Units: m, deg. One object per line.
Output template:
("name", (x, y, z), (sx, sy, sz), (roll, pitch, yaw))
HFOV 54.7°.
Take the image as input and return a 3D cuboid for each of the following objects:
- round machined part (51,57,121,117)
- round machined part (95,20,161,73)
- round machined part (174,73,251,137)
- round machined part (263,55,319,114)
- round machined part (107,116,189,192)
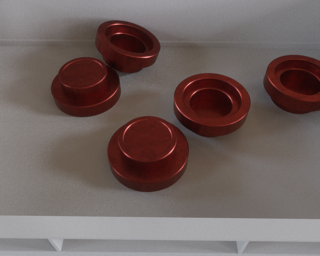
("round machined part", (-0.108, -0.066, 0.448), (0.099, 0.042, 0.098), (0, 50, 0))
("round machined part", (-0.052, -0.123, 0.485), (0.099, 0.042, 0.098), (13, 44, -13))
("round machined part", (0.068, -0.026, 0.416), (0.099, 0.042, 0.098), (0, 50, 0))
("round machined part", (0.198, -0.058, 0.444), (0.099, 0.042, 0.098), (0, 50, 0))
("round machined part", (-0.014, 0.024, 0.374), (0.099, 0.042, 0.098), (0, 50, 0))
